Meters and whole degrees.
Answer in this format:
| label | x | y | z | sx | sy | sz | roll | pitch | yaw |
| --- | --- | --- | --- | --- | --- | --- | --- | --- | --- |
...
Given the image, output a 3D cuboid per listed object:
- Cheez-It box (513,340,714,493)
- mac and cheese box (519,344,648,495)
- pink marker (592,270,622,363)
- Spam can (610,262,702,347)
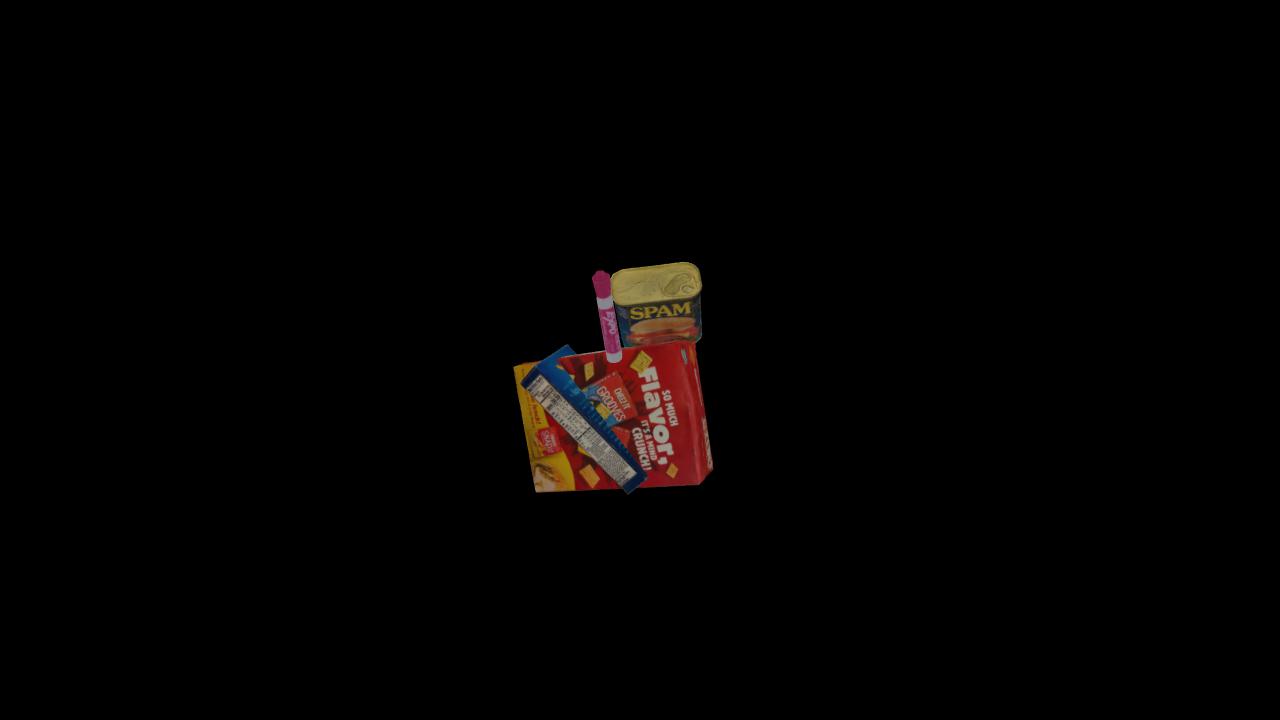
| label | x | y | z | sx | sy | sz | roll | pitch | yaw |
| --- | --- | --- | --- | --- | --- | --- | --- | --- | --- |
| Cheez-It box | -0.033 | 0.070 | 0.751 | 0.223 | 0.166 | 0.071 | -8 | 3 | 22 |
| mac and cheese box | -0.053 | 0.069 | 0.748 | 0.041 | 0.184 | 0.093 | -45 | 0 | 27 |
| pink marker | -0.035 | -0.046 | 0.667 | 0.020 | 0.121 | 0.020 | -4 | 44 | 4 |
| Spam can | 0.021 | -0.060 | 0.712 | 0.101 | 0.058 | 0.085 | -6 | -39 | 3 |
